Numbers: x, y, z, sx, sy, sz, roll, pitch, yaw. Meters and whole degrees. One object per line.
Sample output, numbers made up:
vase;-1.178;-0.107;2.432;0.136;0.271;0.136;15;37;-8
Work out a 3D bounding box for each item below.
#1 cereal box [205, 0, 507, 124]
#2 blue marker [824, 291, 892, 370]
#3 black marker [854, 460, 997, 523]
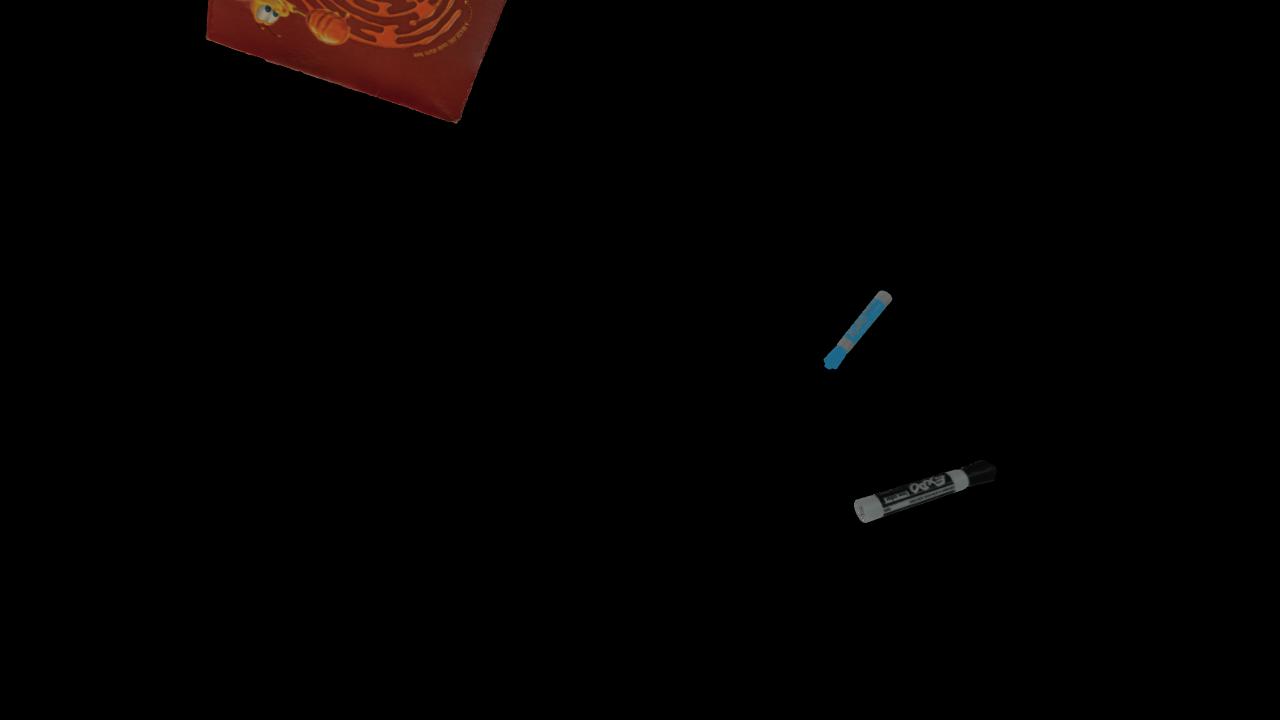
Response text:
cereal box;-0.189;-0.352;0.461;0.203;0.081;0.306;7;-42;-35
blue marker;0.260;-0.035;0.736;0.020;0.121;0.020;40;-13;11
black marker;0.232;0.105;0.496;0.121;0.020;0.020;-15;2;-8
